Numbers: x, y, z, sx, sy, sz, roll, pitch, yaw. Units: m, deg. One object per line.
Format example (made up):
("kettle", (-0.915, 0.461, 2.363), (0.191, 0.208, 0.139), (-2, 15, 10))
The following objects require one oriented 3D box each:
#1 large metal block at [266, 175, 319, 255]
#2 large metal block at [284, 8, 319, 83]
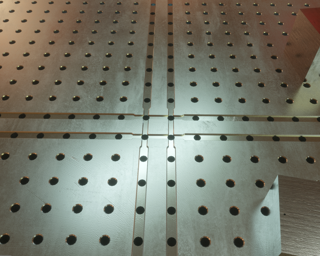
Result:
("large metal block", (0.153, 0.100, 0.308), (0.080, 0.050, 0.080), (9, 51, 7))
("large metal block", (0.244, -0.129, 0.482), (0.050, 0.080, 0.080), (-6, 50, -5))
